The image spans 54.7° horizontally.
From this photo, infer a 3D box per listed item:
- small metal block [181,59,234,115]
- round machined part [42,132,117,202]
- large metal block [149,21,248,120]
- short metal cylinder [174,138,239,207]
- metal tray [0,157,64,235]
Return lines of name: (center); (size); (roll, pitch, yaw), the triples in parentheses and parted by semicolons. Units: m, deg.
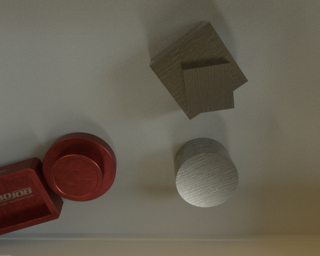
small metal block: (0.053, -0.045, 0.342); (0.050, 0.025, 0.050); (-8, 110, 2)
round machined part: (-0.110, 0.059, 0.420); (0.099, 0.042, 0.097); (-1, 110, -3)
large metal block: (0.044, -0.070, 0.373); (0.080, 0.050, 0.080); (-35, 107, 11)
short metal cylinder: (0.061, 0.059, 0.421); (0.081, 0.050, 0.079); (0, 110, -1)
metal tray: (-0.216, 0.101, 0.433); (0.131, 0.030, 0.089); (-16, 116, 2)
